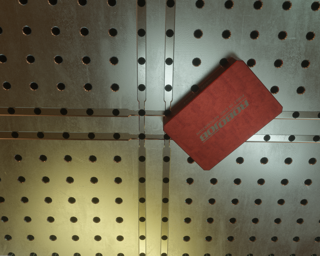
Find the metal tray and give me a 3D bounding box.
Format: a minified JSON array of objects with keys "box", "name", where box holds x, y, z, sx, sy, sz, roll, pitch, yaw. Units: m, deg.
[{"box":[0.079,-0.016,0.406,0.130,0.030,0.090,-42,105,13],"name":"metal tray"}]
